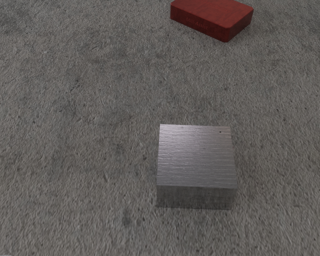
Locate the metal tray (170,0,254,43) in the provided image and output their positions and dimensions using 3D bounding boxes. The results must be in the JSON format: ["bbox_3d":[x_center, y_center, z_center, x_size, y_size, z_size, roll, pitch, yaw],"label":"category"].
[{"bbox_3d":[0.095,-0.216,0.582,0.130,0.030,0.090,33,57,24],"label":"metal tray"}]

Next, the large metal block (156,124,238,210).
[{"bbox_3d":[0.039,0.043,0.351,0.080,0.050,0.080,2,50,1],"label":"large metal block"}]
